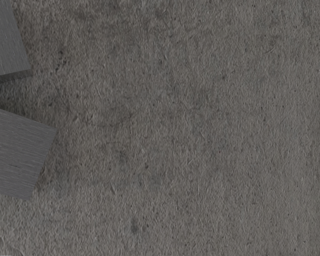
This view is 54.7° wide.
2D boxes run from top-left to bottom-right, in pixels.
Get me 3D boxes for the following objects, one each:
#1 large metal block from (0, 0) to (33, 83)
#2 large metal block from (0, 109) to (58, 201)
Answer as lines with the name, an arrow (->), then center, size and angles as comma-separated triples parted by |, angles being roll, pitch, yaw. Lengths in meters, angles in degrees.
large metal block -> -0.189, -0.088, 0.326 | 0.081, 0.050, 0.080 | -18, 96, -19
large metal block -> -0.166, 0.024, 0.334 | 0.080, 0.050, 0.080 | 22, 83, -19
